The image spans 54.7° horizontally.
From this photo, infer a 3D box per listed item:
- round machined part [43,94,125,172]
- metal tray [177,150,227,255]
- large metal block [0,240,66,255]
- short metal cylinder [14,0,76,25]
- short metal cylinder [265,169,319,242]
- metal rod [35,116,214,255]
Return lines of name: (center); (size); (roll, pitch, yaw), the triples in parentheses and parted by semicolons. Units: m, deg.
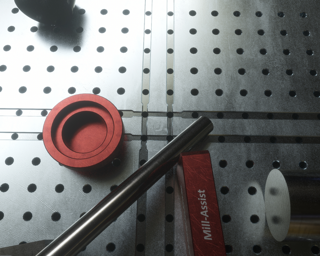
round machined part: (-0.094, 0.008, 0.399); (0.099, 0.042, 0.098); (0, 70, 0)
metal tray: (0.043, 0.098, 0.341); (0.030, 0.090, 0.130); (-6, 70, -2)
large metal block: (-0.129, 0.162, 0.322); (0.050, 0.080, 0.080); (-10, 70, -3)
short metal cylinder: (-0.165, -0.197, 0.453); (0.080, 0.080, 0.050); (4, 70, 1)
short metal cylinder: (0.157, 0.087, 0.352); (0.050, 0.080, 0.080); (2, 70, 1)
metal rod: (-0.038, 0.073, 0.334); (0.025, 0.025, 0.302); (43, 56, 14)
